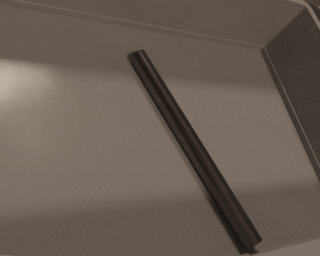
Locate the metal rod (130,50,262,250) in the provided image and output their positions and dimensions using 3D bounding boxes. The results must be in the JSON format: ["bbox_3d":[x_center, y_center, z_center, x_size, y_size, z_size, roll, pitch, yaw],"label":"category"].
[{"bbox_3d":[0.041,0.018,0.418,0.025,0.025,0.299,-20,73,-36],"label":"metal rod"}]
